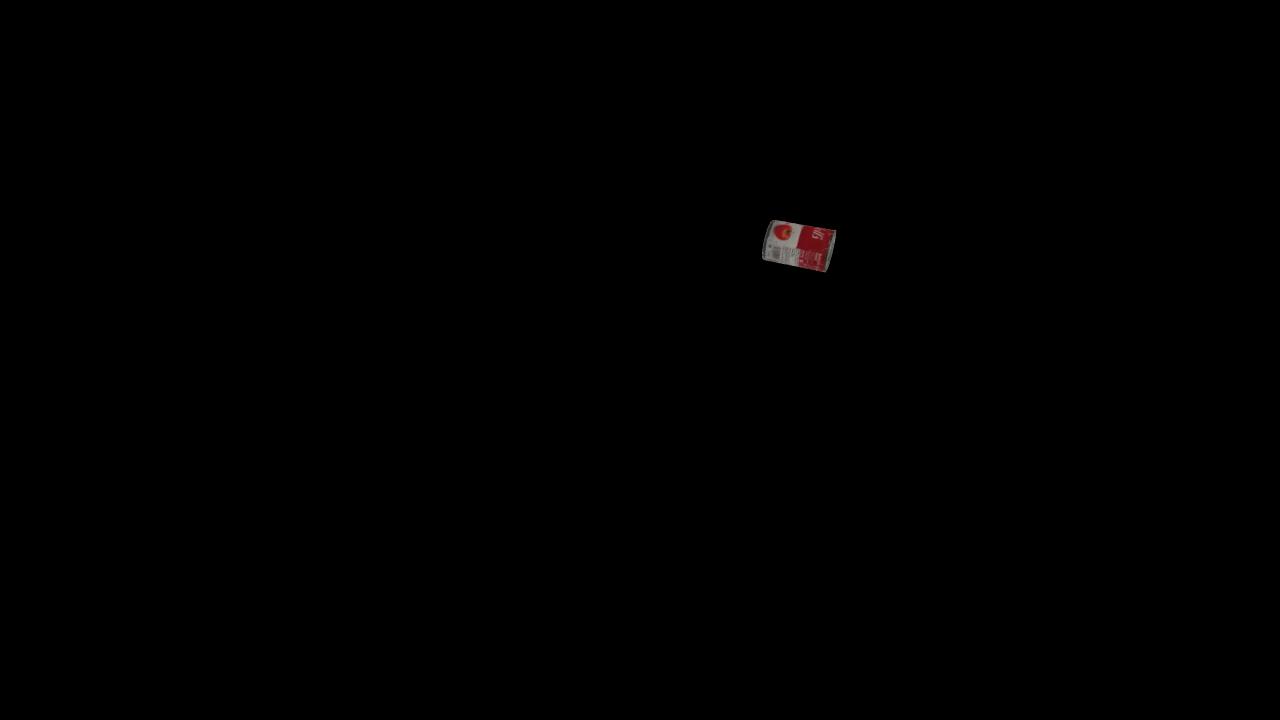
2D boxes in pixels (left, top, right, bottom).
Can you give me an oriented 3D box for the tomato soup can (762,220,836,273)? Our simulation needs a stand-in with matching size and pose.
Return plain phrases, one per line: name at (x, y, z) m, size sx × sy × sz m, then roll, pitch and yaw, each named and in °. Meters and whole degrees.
tomato soup can at (0.252, -0.181, 0.974) m, size 0.101 × 0.068 × 0.068 m, roll 15°, pitch 5°, yaw 20°
